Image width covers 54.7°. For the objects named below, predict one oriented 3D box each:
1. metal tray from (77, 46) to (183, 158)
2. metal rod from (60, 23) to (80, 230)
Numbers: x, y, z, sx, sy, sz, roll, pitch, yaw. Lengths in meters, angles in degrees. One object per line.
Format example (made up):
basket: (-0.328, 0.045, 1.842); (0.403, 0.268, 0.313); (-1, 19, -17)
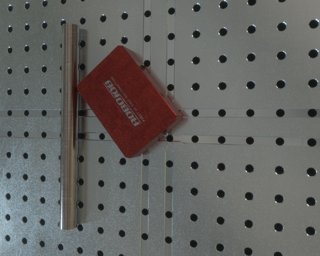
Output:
metal tray: (-0.043, -0.035, 0.425); (0.090, 0.030, 0.130); (-40, 78, 15)
metal rod: (-0.134, -0.002, 0.459); (0.025, 0.025, 0.298); (1, 90, 20)
